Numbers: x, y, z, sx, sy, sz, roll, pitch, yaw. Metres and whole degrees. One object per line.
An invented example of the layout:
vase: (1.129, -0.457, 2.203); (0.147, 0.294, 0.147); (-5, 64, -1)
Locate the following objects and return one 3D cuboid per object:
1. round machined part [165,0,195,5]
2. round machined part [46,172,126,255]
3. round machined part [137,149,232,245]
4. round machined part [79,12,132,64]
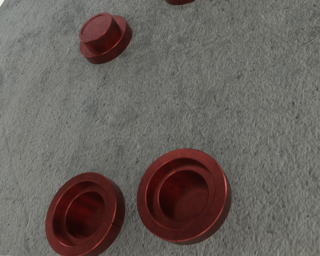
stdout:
round machined part: (0.042, -0.263, 0.532); (0.098, 0.042, 0.098); (-13, 56, 21)
round machined part: (-0.084, 0.106, 0.372); (0.098, 0.042, 0.098); (-13, 56, 21)
round machined part: (0.028, 0.075, 0.332); (0.098, 0.042, 0.098); (-13, 56, 21)
round machined part: (-0.103, -0.165, 0.548); (0.098, 0.042, 0.098); (-13, 56, 21)
